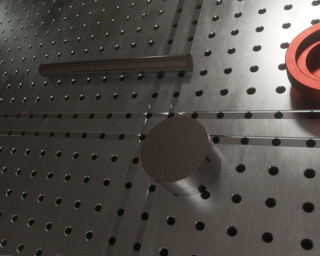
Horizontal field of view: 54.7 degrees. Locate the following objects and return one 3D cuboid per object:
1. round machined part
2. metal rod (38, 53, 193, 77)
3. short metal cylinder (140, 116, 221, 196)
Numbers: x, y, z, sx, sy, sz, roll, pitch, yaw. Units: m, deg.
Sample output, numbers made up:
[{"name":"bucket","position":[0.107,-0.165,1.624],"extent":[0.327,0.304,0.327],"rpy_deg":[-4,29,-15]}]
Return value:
[{"name":"round machined part","position":[0.192,-0.069,0.339],"extent":[0.098,0.042,0.098],"rpy_deg":[-13,56,20]},{"name":"metal rod","position":[-0.089,-0.102,0.515],"extent":[0.300,0.025,0.025],"rpy_deg":[3,63,29]},{"name":"short metal cylinder","position":[0.025,0.033,0.358],"extent":[0.080,0.050,0.080],"rpy_deg":[-13,56,20]}]
